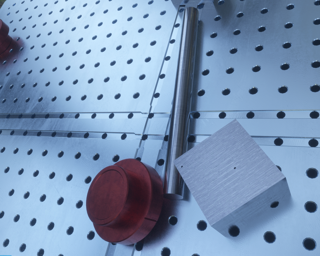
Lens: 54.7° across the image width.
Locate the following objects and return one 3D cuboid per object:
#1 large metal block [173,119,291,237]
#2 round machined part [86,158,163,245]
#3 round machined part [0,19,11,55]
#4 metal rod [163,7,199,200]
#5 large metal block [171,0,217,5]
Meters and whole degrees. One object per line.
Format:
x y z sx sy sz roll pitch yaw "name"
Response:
0.073 0.051 0.322 0.080 0.050 0.080 -35 51 5 "large metal block"
-0.047 0.081 0.358 0.098 0.042 0.098 -21 54 33 "round machined part"
-0.393 -0.207 0.731 0.098 0.042 0.098 -13 56 21 "round machined part"
0.032 -0.052 0.423 0.025 0.025 0.299 -7 59 25 "metal rod"
0.050 -0.248 0.499 0.080 0.080 0.050 16 70 34 "large metal block"
